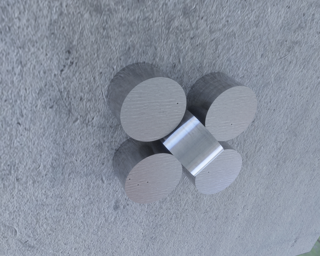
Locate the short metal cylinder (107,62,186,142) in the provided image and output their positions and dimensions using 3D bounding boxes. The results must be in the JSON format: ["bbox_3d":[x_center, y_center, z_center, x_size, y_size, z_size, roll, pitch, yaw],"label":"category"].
[{"bbox_3d":[-0.016,-0.031,0.364,0.081,0.050,0.079,-14,125,-21],"label":"short metal cylinder"}]

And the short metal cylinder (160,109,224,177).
[{"bbox_3d":[0.037,0.017,0.405,0.050,0.080,0.080,-43,130,1],"label":"short metal cylinder"}]

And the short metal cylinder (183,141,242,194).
[{"bbox_3d":[0.075,0.052,0.466,0.081,0.050,0.079,-14,125,-21],"label":"short metal cylinder"}]

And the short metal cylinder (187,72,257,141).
[{"bbox_3d":[0.082,-0.029,0.419,0.081,0.050,0.079,-14,125,-21],"label":"short metal cylinder"}]

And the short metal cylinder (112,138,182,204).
[{"bbox_3d":[-0.017,0.054,0.416,0.081,0.050,0.079,-14,125,-21],"label":"short metal cylinder"}]
